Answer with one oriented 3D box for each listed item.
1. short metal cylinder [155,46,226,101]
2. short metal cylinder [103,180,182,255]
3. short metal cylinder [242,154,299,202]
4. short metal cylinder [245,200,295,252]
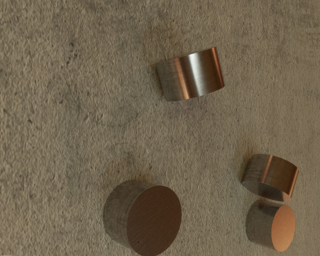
[{"bbox_3d":[0.039,-0.070,0.402,0.081,0.080,0.050,-26,107,-37],"label":"short metal cylinder"},{"bbox_3d":[-0.020,0.105,0.371,0.081,0.050,0.080,0,90,-40],"label":"short metal cylinder"},{"bbox_3d":[0.187,0.085,0.526,0.080,0.080,0.050,39,66,-33],"label":"short metal cylinder"},{"bbox_3d":[0.198,0.173,0.555,0.081,0.050,0.080,0,90,-40],"label":"short metal cylinder"}]
